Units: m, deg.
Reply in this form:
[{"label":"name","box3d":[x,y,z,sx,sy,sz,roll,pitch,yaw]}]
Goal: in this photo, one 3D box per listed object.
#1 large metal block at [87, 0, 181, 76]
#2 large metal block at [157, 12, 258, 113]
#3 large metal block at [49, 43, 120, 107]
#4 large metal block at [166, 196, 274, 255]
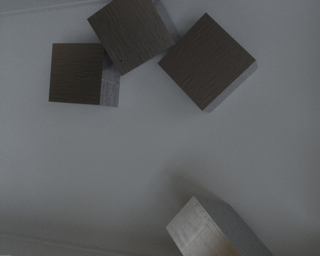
[{"label":"large metal block","box3d":[-0.029,-0.124,0.392,0.080,0.050,0.080,-27,101,22]},{"label":"large metal block","box3d":[0.059,-0.076,0.376,0.080,0.050,0.080,-45,76,14]},{"label":"large metal block","box3d":[-0.103,-0.073,0.434,0.080,0.050,0.079,5,92,20]},{"label":"large metal block","box3d":[0.066,0.127,0.343,0.050,0.080,0.080,-52,47,13]}]
